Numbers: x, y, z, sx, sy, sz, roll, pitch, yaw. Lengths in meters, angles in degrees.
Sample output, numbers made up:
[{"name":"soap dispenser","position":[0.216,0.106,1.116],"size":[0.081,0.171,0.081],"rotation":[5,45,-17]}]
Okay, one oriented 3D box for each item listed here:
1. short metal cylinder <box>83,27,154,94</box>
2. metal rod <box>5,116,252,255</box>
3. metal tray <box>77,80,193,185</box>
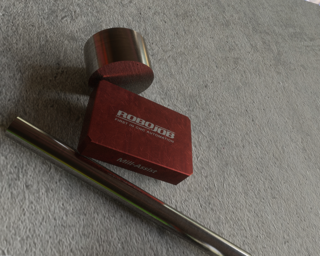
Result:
[{"name":"short metal cylinder","position":[-0.052,-0.078,0.388],"size":[0.081,0.080,0.050],"rotation":[0,62,-28]},{"name":"metal rod","position":[-0.027,0.078,0.341],"size":[0.301,0.025,0.025],"rotation":[32,52,-7]},{"name":"metal tray","position":[-0.023,0.006,0.368],"size":[0.131,0.030,0.090],"rotation":[22,47,-24]}]
